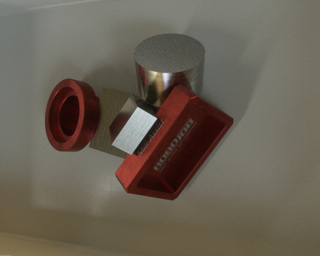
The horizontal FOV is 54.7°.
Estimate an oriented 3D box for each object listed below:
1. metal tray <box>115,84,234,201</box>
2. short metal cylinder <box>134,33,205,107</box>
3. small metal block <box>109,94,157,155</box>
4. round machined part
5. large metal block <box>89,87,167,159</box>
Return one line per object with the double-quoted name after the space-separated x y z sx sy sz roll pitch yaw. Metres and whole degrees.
0.019 0.023 0.366 0.129 0.090 0.030 -55 47 11 "metal tray"
0.012 -0.069 0.368 0.080 0.080 0.050 17 140 19 "short metal cylinder"
-0.032 -0.006 0.351 0.025 0.050 0.050 31 103 -22 "small metal block"
-0.114 -0.016 0.426 0.098 0.042 0.097 -6 81 42 "round machined part"
-0.037 -0.003 0.408 0.080 0.050 0.079 16 95 19 "large metal block"
